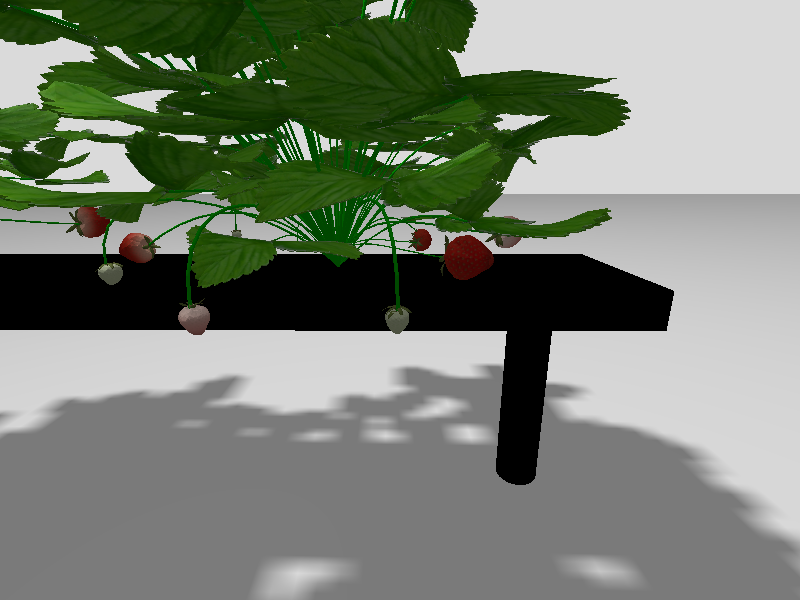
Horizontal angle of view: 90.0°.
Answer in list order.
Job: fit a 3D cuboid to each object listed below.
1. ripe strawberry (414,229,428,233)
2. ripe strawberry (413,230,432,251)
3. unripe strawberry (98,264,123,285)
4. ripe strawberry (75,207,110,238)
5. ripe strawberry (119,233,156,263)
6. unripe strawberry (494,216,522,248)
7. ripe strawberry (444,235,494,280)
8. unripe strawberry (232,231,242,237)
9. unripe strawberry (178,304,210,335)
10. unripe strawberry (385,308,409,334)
[{"bbox_3d":[0.027,-0.074,0.474,0.021,0.019,0.019,10,-2,32],"label":"ripe strawberry"},{"bbox_3d":[0.025,-0.064,0.431,0.020,0.023,0.022,16,22,42],"label":"ripe strawberry"},{"bbox_3d":[-0.214,-0.019,0.297,0.015,0.015,0.014,-6,17,-20],"label":"unripe strawberry"},{"bbox_3d":[-0.410,-0.105,0.537,0.036,0.041,0.040,8,18,25],"label":"ripe strawberry"},{"bbox_3d":[-0.245,-0.048,0.372,0.030,0.029,0.027,-7,15,8],"label":"ripe strawberry"},{"bbox_3d":[0.123,-0.076,0.448,0.035,0.036,0.032,-9,18,-29],"label":"unripe strawberry"},{"bbox_3d":[0.052,-0.031,0.299,0.035,0.034,0.038,9,19,26],"label":"ripe strawberry"},{"bbox_3d":[-0.191,-0.075,0.468,0.010,0.011,0.011,14,22,39],"label":"unripe strawberry"},{"bbox_3d":[-0.101,0.010,0.197,0.014,0.015,0.015,5,17,15],"label":"unripe strawberry"},{"bbox_3d":[-0.001,0.010,0.190,0.012,0.012,0.012,-5,17,-17],"label":"unripe strawberry"}]
